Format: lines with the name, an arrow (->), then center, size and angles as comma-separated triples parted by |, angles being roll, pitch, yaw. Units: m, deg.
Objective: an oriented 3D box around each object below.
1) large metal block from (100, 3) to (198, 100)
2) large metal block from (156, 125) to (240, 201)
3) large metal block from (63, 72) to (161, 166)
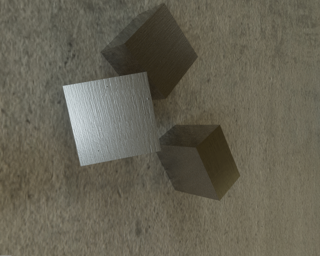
large metal block -> -0.010, -0.091, 0.381 | 0.080, 0.050, 0.080 | 51, 60, -28
large metal block -> 0.048, 0.043, 0.411 | 0.050, 0.080, 0.080 | -40, 115, -33
large metal block -> -0.048, -0.012, 0.326 | 0.081, 0.050, 0.079 | -11, 99, -4
